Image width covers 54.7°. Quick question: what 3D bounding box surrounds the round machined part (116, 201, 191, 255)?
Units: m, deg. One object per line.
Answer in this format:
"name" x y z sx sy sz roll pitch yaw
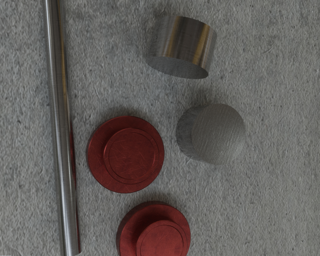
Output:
"round machined part" -0.004 0.147 0.400 0.099 0.042 0.097 0 90 -21

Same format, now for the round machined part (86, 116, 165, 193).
"round machined part" -0.040 0.033 0.386 0.099 0.042 0.097 0 90 -21

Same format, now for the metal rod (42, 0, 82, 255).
"metal rod" -0.115 0.000 0.366 0.025 0.025 0.298 -4 92 -20

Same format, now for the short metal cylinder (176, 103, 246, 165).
"short metal cylinder" 0.068 0.008 0.422 0.081 0.050 0.079 0 90 -21

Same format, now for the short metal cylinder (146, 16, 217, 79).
"short metal cylinder" 0.027 -0.099 0.391 0.081 0.080 0.050 15 85 -20
